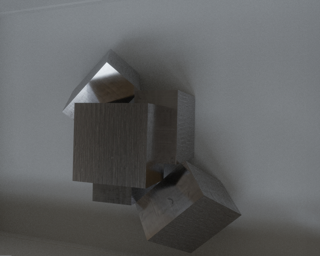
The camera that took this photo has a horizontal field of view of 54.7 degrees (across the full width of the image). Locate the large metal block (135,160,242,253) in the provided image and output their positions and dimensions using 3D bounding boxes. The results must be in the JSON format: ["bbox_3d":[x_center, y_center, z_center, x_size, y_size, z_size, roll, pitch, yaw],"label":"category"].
[{"bbox_3d":[0.033,0.094,0.360,0.080,0.080,0.050,-43,42,15],"label":"large metal block"}]

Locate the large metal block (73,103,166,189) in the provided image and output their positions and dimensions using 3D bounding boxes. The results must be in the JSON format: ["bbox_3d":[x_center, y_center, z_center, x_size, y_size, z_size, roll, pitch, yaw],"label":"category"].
[{"bbox_3d":[-0.041,0.015,0.325,0.080,0.050,0.080,2,91,20],"label":"large metal block"}]

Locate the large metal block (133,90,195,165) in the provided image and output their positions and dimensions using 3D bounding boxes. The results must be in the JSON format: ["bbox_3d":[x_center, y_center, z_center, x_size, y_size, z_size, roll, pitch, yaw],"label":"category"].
[{"bbox_3d":[0.008,-0.001,0.375,0.050,0.080,0.080,1,90,20],"label":"large metal block"}]

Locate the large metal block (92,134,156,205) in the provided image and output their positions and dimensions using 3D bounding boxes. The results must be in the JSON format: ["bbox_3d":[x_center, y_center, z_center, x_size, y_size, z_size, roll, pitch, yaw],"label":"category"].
[{"bbox_3d":[-0.042,0.047,0.395,0.050,0.080,0.080,1,90,20],"label":"large metal block"}]

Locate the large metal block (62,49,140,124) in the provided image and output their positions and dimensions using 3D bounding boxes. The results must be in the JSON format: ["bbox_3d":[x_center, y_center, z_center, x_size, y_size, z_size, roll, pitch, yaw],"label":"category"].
[{"bbox_3d":[-0.072,-0.048,0.397,0.050,0.080,0.080,40,105,-21],"label":"large metal block"}]
